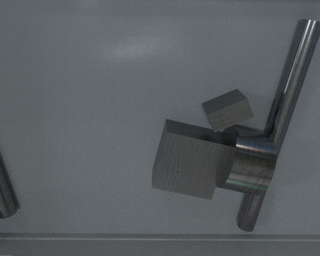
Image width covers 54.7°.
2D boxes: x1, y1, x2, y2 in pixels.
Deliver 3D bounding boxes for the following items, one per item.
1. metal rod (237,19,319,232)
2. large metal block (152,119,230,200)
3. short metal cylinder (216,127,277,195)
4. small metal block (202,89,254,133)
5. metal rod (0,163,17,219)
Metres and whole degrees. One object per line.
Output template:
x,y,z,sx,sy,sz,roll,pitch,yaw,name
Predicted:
0.155,0.011,0.417,0.025,0.025,0.298,9,110,-4,metal rod
0.038,0.041,0.414,0.081,0.050,0.079,13,110,-5,large metal block
0.106,0.042,0.399,0.050,0.080,0.079,13,110,-5,short metal cylinder
0.084,-0.023,0.391,0.050,0.050,0.025,-22,109,7,small metal block
-0.245,-0.013,0.402,0.025,0.025,0.298,-8,110,2,metal rod
